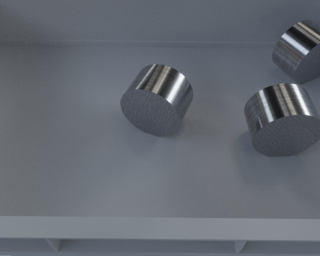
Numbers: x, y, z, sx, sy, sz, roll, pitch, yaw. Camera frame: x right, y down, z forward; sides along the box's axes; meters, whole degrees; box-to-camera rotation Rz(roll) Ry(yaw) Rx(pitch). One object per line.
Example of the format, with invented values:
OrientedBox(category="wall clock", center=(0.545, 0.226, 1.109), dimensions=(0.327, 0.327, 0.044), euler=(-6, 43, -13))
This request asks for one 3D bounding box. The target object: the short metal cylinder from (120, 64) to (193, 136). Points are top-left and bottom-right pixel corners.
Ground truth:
OrientedBox(category="short metal cylinder", center=(-0.003, -0.035, 0.398), dimensions=(0.080, 0.080, 0.050), euler=(17, 52, 14))

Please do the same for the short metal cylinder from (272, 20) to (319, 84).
OrientedBox(category="short metal cylinder", center=(0.220, -0.114, 0.468), dimensions=(0.081, 0.080, 0.050), euler=(-21, 53, -17))

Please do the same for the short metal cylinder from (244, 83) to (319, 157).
OrientedBox(category="short metal cylinder", center=(0.149, -0.008, 0.378), dimensions=(0.081, 0.080, 0.050), euler=(-1, 50, -1))
